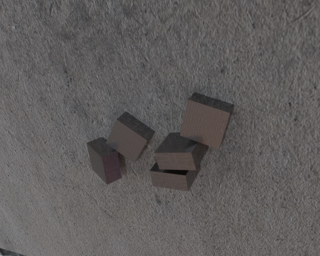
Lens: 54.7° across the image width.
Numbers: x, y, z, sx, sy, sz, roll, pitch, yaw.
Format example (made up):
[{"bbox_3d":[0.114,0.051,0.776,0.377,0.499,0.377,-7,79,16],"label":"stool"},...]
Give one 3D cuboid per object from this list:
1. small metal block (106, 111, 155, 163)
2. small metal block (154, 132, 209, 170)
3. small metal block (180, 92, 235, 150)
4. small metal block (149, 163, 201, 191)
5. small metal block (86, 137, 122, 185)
[{"bbox_3d":[-0.042,0.013,0.437,0.050,0.025,0.050,34,129,5],"label":"small metal block"},{"bbox_3d":[0.028,0.028,0.393,0.050,0.050,0.025,-3,117,30],"label":"small metal block"},{"bbox_3d":[0.056,-0.009,0.370,0.050,0.025,0.050,20,122,16],"label":"small metal block"},{"bbox_3d":[0.022,0.056,0.414,0.050,0.050,0.025,3,120,26],"label":"small metal block"},{"bbox_3d":[-0.084,0.049,0.468,0.050,0.025,0.050,32,136,45],"label":"small metal block"}]
